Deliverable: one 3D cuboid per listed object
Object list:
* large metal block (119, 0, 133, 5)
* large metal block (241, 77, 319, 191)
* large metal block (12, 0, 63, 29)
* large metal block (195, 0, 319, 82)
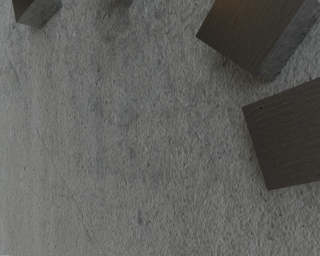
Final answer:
[{"bbox_3d":[-0.068,-0.228,0.426,0.050,0.081,0.079,39,114,33],"label":"large metal block"},{"bbox_3d":[0.132,0.006,0.280,0.080,0.050,0.080,-23,76,37],"label":"large metal block"},{"bbox_3d":[-0.234,-0.248,0.583,0.080,0.050,0.080,-25,74,37],"label":"large metal block"},{"bbox_3d":[0.096,-0.104,0.309,0.080,0.050,0.080,44,117,31],"label":"large metal block"}]
